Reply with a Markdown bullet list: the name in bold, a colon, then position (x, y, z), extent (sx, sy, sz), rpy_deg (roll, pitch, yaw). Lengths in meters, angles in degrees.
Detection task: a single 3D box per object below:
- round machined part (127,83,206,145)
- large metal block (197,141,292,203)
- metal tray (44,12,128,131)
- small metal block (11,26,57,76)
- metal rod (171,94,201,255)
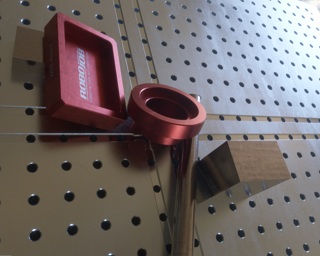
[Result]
- **round machined part**: position (0.006, -0.015, 0.395), extent (0.099, 0.042, 0.098), rpy_deg (15, 31, -9)
- **large metal block**: position (0.101, 0.056, 0.395), extent (0.081, 0.080, 0.050), rpy_deg (2, 61, -28)
- **metal tray**: position (-0.091, -0.067, 0.378), extent (0.091, 0.030, 0.130), rpy_deg (16, 53, -44)
- **small metal block**: position (-0.153, -0.094, 0.384), extent (0.050, 0.025, 0.050), rpy_deg (7, 59, -25)
- **metal rod**: position (0.032, 0.080, 0.377), extent (0.025, 0.025, 0.300), rpy_deg (20, 54, -17)
